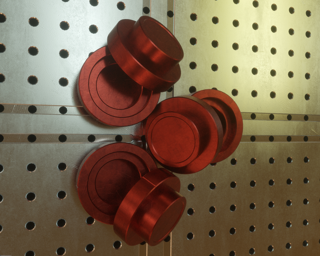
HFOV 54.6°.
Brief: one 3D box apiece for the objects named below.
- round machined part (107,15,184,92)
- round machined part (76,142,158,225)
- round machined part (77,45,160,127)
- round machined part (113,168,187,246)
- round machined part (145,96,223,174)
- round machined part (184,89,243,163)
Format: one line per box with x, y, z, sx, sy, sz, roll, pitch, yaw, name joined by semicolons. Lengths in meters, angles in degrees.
-0.010;-0.094;0.370;0.098;0.042;0.098;32;36;-26;round machined part
-0.053;0.065;0.383;0.099;0.042;0.097;0;90;-20;round machined part
-0.052;-0.050;0.383;0.099;0.042;0.097;0;90;-20;round machined part
-0.005;0.100;0.371;0.099;0.042;0.097;-39;146;-32;round machined part
0.024;0.010;0.380;0.042;0.098;0.098;-22;100;-61;round machined part
0.060;-0.003;0.425;0.099;0.042;0.097;0;90;-20;round machined part
